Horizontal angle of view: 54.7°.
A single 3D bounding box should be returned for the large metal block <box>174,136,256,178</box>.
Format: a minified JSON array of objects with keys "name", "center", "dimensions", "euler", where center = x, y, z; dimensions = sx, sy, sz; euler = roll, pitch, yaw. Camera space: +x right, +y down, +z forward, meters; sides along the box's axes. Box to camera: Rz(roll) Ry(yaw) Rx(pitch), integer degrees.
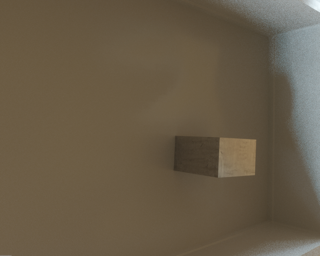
[{"name":"large metal block","center":[0.077,0.039,0.438],"dimensions":[0.081,0.080,0.050],"euler":[5,87,-40]}]
